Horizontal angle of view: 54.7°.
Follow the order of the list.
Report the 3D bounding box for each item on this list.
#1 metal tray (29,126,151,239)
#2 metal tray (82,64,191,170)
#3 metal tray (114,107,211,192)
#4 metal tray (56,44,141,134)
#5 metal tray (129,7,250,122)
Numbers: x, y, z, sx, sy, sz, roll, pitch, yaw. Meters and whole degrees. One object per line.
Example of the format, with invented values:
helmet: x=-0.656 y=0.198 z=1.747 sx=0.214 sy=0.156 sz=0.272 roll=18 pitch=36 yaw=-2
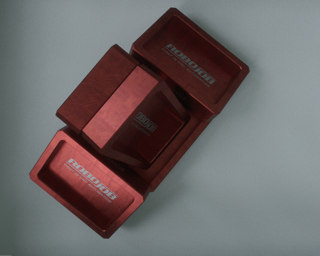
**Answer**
metal tray: x=-0.088 y=0.067 z=0.389 sx=0.130 sy=0.030 sz=0.090 roll=40 pitch=114 yaw=-1
metal tray: x=-0.018 y=-0.004 z=0.345 sx=0.030 sy=0.130 sz=0.090 roll=40 pitch=90 yaw=23
metal tray: x=-0.006 y=0.006 z=0.407 sx=0.090 sy=0.030 sz=0.130 roll=39 pitch=90 yaw=-1
metal tray: x=-0.059 y=-0.037 z=0.355 sx=0.030 sy=0.130 sz=0.090 roll=40 pitch=90 yaw=0
metal tray: x=0.038 y=-0.081 z=0.390 sx=0.130 sy=0.030 sz=0.090 roll=39 pitch=64 yaw=0
